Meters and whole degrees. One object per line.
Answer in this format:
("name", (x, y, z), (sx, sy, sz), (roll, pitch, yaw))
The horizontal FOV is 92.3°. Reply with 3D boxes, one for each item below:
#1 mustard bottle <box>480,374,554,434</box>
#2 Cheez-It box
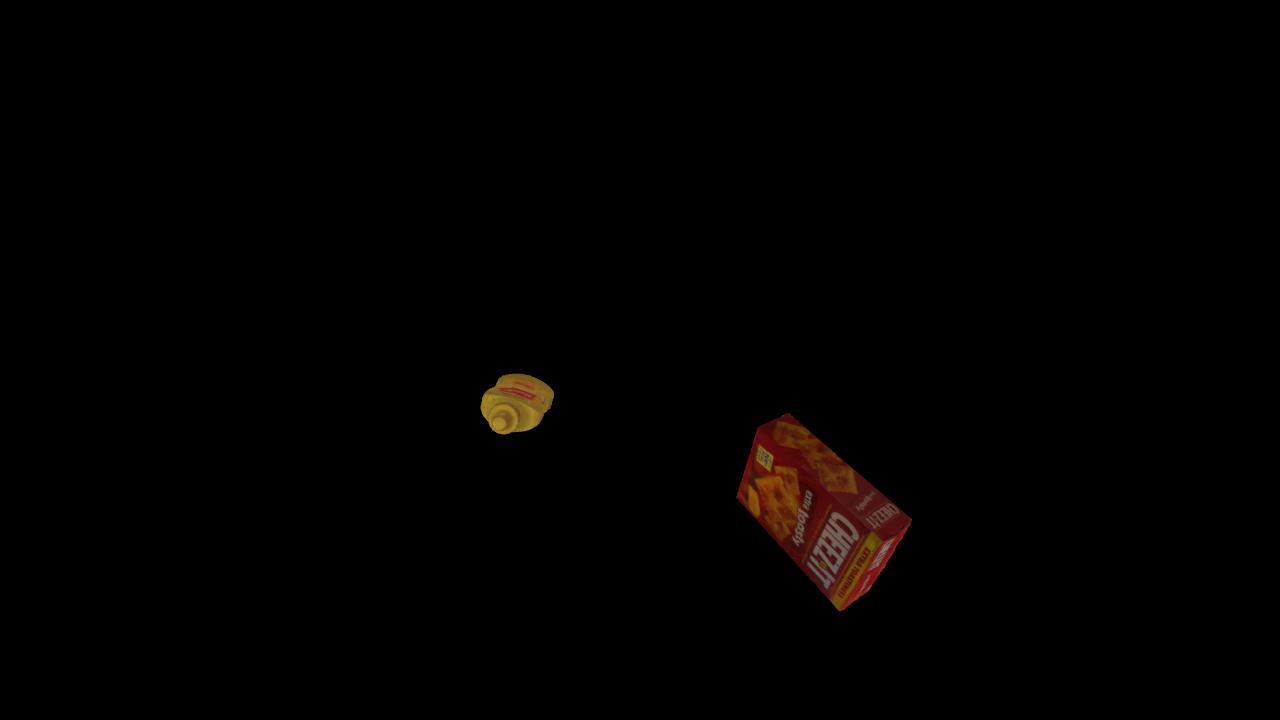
("mustard bottle", (-0.182, 0.067, 0.891), (0.092, 0.054, 0.184), (24, 11, -3))
("Cheez-It box", (0.242, 0.207, 0.857), (0.071, 0.166, 0.223), (-20, 47, -29))
